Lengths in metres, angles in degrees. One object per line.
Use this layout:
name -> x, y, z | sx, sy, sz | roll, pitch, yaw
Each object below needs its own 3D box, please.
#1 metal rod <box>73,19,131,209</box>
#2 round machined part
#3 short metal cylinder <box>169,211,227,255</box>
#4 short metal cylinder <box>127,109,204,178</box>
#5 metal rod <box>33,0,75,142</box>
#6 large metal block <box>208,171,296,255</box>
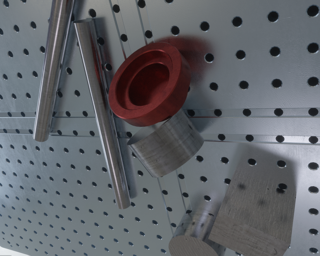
metal rod -> -0.077, -0.001, 0.451 | 0.025, 0.025, 0.298 | 7, 122, 24
round machined part -> -0.007, -0.045, 0.353 | 0.098, 0.098, 0.042 | -10, 150, 32
short metal cylinder -> 0.060, 0.175, 0.472 | 0.080, 0.050, 0.079 | 13, 124, 21
short metal cylinder -> 0.007, 0.016, 0.382 | 0.080, 0.080, 0.050 | -28, 103, 37
metal rod -> -0.150, -0.090, 0.434 | 0.025, 0.025, 0.298 | 32, 129, 7
large metal block -> 0.115, 0.110, 0.383 | 0.080, 0.080, 0.050 | 21, 126, 15
